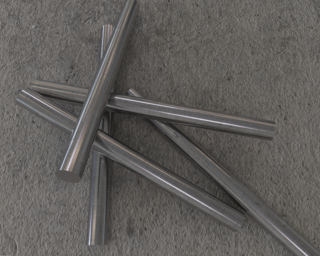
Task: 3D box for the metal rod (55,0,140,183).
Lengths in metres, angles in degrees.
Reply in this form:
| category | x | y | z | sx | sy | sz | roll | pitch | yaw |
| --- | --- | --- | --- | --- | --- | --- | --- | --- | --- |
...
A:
| category | x | y | z | sx | sy | sz | roll | pitch | yaw |
| --- | --- | --- | --- | --- | --- | --- | --- | --- | --- |
| metal rod | -0.066 | -0.071 | 0.387 | 0.025 | 0.025 | 0.300 | 8 | 53 | 3 |

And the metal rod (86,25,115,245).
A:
| category | x | y | z | sx | sy | sz | roll | pitch | yaw |
| --- | --- | --- | --- | --- | --- | --- | --- | --- | --- |
| metal rod | -0.074 | -0.005 | 0.409 | 0.025 | 0.025 | 0.299 | 0 | 70 | 0 |

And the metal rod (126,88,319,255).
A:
| category | x | y | z | sx | sy | sz | roll | pitch | yaw |
| --- | --- | --- | --- | --- | --- | --- | --- | --- | --- |
| metal rod | 0.066 | 0.052 | 0.389 | 0.300 | 0.025 | 0.025 | 42 | 75 | 13 |

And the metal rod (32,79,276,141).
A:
| category | x | y | z | sx | sy | sz | roll | pitch | yaw |
| --- | --- | --- | --- | --- | --- | --- | --- | --- | --- |
| metal rod | -0.011 | -0.023 | 0.388 | 0.302 | 0.025 | 0.025 | 10 | 70 | 3 |

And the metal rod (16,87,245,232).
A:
| category | x | y | z | sx | sy | sz | roll | pitch | yaw |
| --- | --- | --- | --- | --- | --- | --- | --- | --- | --- |
| metal rod | -0.036 | 0.037 | 0.372 | 0.301 | 0.025 | 0.025 | 30 | 73 | 2 |
